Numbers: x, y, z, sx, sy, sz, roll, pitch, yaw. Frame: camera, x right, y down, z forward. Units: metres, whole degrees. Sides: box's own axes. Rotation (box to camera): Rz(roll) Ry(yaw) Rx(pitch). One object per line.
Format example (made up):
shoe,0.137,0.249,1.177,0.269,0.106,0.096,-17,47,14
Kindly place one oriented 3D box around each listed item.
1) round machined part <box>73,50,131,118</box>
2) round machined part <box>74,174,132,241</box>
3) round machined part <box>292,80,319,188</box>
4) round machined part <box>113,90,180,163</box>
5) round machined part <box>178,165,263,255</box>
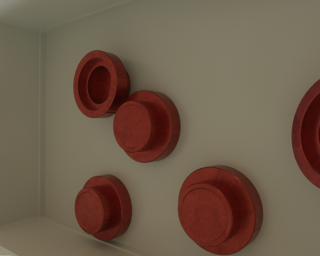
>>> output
round machined part,-0.082,-0.063,0.461,0.098,0.042,0.097,0,90,39
round machined part,-0.092,0.122,0.469,0.098,0.042,0.097,0,90,39
round machined part,0.157,0.004,0.247,0.098,0.042,0.097,-172,89,-73
round machined part,-0.025,-0.002,0.414,0.098,0.042,0.097,0,90,39
round machined part,0.059,0.092,0.346,0.098,0.042,0.097,0,90,39
